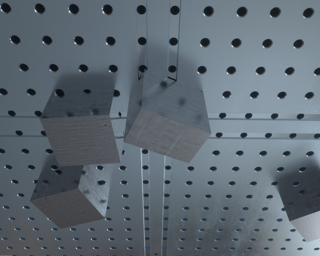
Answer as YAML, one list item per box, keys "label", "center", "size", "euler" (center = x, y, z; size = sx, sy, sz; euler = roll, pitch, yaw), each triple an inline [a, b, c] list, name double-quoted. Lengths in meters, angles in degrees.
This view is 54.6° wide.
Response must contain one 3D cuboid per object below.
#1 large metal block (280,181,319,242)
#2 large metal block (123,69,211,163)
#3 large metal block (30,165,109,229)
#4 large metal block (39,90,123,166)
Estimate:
- label: "large metal block"
  center: [0.261, 0.138, 0.514]
  size: [0.080, 0.050, 0.080]
  euler: [-29, 124, 22]
- label: "large metal block"
  center: [0.007, -0.015, 0.363]
  size: [0.080, 0.080, 0.050]
  euler: [19, 127, -16]
- label: "large metal block"
  center: [-0.137, 0.107, 0.485]
  size: [0.080, 0.050, 0.080]
  euler: [-17, 128, 13]
- label: "large metal block"
  center: [-0.094, 0.001, 0.395]
  size: [0.080, 0.050, 0.080]
  euler: [-3, 130, 3]
